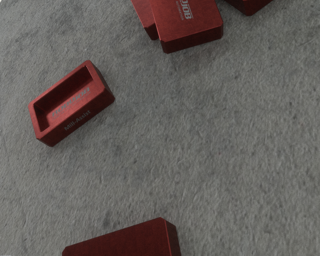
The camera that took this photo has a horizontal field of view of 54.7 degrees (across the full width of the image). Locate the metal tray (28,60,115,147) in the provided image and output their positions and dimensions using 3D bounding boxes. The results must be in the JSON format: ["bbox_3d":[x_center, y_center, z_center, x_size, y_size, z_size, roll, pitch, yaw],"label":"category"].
[{"bbox_3d":[-0.145,-0.041,0.499,0.130,0.030,0.090,-36,51,4],"label":"metal tray"}]

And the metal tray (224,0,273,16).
[{"bbox_3d":[0.131,-0.234,0.473,0.090,0.030,0.130,-36,51,2],"label":"metal tray"}]

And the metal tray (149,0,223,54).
[{"bbox_3d":[0.033,-0.182,0.465,0.090,0.030,0.130,-15,67,4],"label":"metal tray"}]

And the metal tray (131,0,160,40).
[{"bbox_3d":[0.002,-0.218,0.532,0.090,0.030,0.130,-29,52,9],"label":"metal tray"}]

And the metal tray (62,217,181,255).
[{"bbox_3d":[-0.041,0.157,0.324,0.130,0.030,0.090,-22,54,14],"label":"metal tray"}]
